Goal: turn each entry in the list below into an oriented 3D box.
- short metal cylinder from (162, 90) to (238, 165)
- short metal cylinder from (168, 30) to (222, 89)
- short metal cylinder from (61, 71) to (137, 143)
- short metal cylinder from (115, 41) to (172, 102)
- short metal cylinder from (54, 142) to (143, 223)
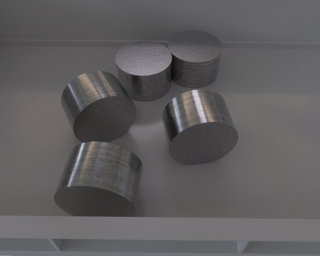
[{"bbox_3d":[0.046,0.001,0.369,0.081,0.080,0.050,-6,51,-5],"label":"short metal cylinder"},{"bbox_3d":[0.052,-0.107,0.479,0.081,0.050,0.080,0,50,0],"label":"short metal cylinder"},{"bbox_3d":[-0.077,-0.024,0.389,0.081,0.080,0.050,-22,54,-17],"label":"short metal cylinder"},{"bbox_3d":[-0.023,-0.085,0.460,0.080,0.050,0.080,0,50,0],"label":"short metal cylinder"},{"bbox_3d":[-0.061,0.058,0.320,0.080,0.080,0.050,5,50,4],"label":"short metal cylinder"}]
